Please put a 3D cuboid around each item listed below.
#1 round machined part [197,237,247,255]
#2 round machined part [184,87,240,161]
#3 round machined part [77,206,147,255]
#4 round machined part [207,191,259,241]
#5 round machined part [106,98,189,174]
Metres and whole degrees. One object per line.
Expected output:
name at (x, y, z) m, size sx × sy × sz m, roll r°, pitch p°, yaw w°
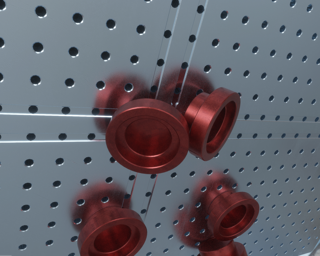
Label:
round machined part at (0.111, 0.236, 0.582) m, size 0.099 × 0.098 × 0.042 m, roll -19°, pitch 88°, yaw -18°
round machined part at (0.064, -0.009, 0.412) m, size 0.099 × 0.042 × 0.097 m, roll -41°, pitch 146°, yaw -36°
round machined part at (-0.072, 0.155, 0.456) m, size 0.099 × 0.042 × 0.097 m, roll -14°, pitch 124°, yaw -21°
round machined part at (0.128, 0.154, 0.564) m, size 0.099 × 0.042 × 0.097 m, roll -14°, pitch 124°, yaw -21°
round machined part at (-0.013, 0.006, 0.379) m, size 0.098 × 0.042 × 0.097 m, roll 2°, pitch 124°, yaw 4°
